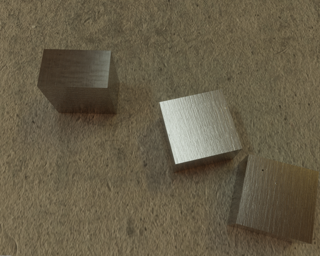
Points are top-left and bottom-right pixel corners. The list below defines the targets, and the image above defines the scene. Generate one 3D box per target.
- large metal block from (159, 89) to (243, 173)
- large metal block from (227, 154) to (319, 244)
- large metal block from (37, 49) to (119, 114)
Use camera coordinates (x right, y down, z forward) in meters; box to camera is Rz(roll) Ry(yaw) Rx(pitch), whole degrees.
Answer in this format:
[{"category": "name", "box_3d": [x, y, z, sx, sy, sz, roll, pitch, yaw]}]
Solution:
[{"category": "large metal block", "box_3d": [0.048, 0.005, 0.393, 0.081, 0.050, 0.080, -13, 71, -5]}, {"category": "large metal block", "box_3d": [0.131, 0.084, 0.365, 0.080, 0.050, 0.080, 14, 71, 5]}, {"category": "large metal block", "box_3d": [-0.099, -0.057, 0.399, 0.080, 0.080, 0.050, 1, 70, 0]}]
